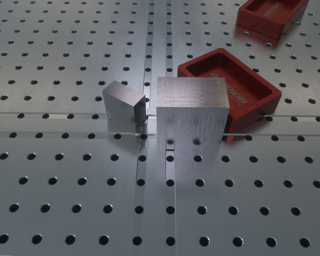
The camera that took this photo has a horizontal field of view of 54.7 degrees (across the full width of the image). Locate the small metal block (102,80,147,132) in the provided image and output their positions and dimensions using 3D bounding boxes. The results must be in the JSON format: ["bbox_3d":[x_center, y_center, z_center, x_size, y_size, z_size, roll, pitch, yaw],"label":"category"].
[{"bbox_3d":[-0.047,-0.029,0.416,0.050,0.050,0.025,27,55,20],"label":"small metal block"}]

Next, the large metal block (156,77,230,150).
[{"bbox_3d":[0.037,-0.017,0.386,0.081,0.080,0.050,1,50,0],"label":"large metal block"}]

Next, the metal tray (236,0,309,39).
[{"bbox_3d":[0.218,-0.228,0.597,0.090,0.030,0.131,31,56,23],"label":"metal tray"}]

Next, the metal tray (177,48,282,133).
[{"bbox_3d":[0.097,-0.061,0.455,0.091,0.030,0.130,-27,55,-21],"label":"metal tray"}]
